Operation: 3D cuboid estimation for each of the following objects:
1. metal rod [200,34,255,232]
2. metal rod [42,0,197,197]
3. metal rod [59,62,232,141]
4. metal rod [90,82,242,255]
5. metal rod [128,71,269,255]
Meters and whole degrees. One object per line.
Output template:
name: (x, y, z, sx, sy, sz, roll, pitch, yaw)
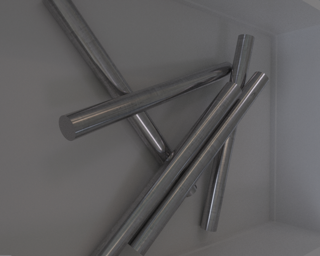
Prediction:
metal rod: (0.103, 0.006, 0.472, 0.025, 0.025, 0.298, 13, 88, -39)
metal rod: (-0.034, -0.024, 0.377, 0.025, 0.025, 0.299, -49, 119, -29)
metal rod: (0.011, -0.047, 0.390, 0.302, 0.025, 0.025, -26, 107, -45)
metal rod: (0.012, 0.055, 0.386, 0.301, 0.025, 0.025, -50, 120, -18)
metal rod: (0.061, 0.035, 0.416, 0.301, 0.025, 0.025, -51, 120, -19)
